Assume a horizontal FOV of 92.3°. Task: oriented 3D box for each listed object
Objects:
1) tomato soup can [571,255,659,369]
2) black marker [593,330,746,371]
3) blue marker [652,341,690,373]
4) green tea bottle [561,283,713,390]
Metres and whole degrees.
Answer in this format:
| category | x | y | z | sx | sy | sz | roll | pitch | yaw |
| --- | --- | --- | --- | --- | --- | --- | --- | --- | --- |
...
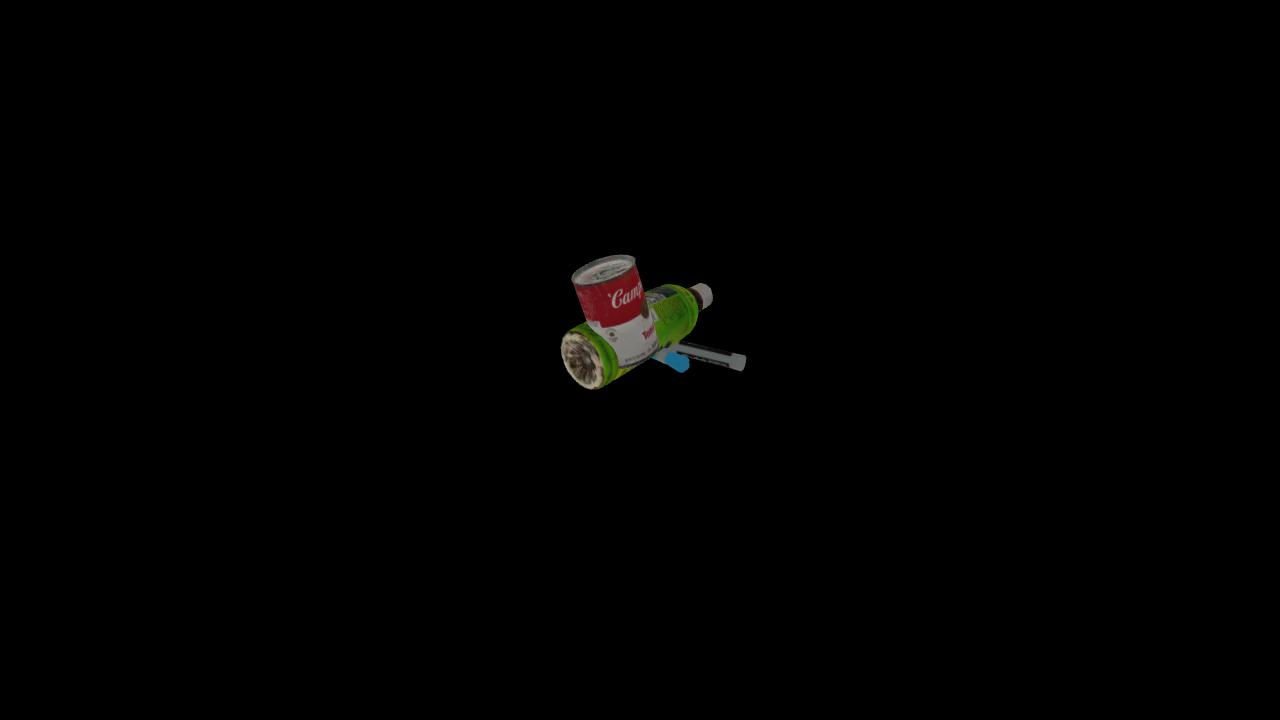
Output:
| category | x | y | z | sx | sy | sz | roll | pitch | yaw |
| --- | --- | --- | --- | --- | --- | --- | --- | --- | --- |
| tomato soup can | -0.024 | -0.049 | 0.636 | 0.068 | 0.101 | 0.068 | -13 | 28 | 7 |
| black marker | 0.063 | -0.010 | 0.718 | 0.121 | 0.020 | 0.020 | 15 | 5 | 19 |
| blue marker | 0.014 | -0.012 | 0.713 | 0.020 | 0.020 | 0.121 | 0 | 19 | -41 |
| green tea bottle | 0.009 | -0.040 | 0.700 | 0.212 | 0.073 | 0.073 | -30 | 19 | -37 |
